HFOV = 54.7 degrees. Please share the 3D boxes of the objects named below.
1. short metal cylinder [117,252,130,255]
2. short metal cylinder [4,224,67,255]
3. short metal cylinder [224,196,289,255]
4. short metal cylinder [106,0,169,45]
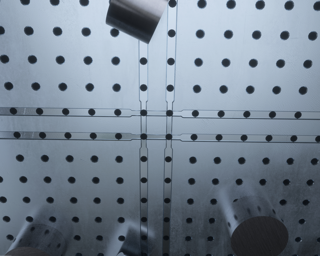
[{"bbox_3d":[-0.053,0.239,0.472,0.050,0.080,0.080,30,107,-11],"label":"short metal cylinder"},{"bbox_3d":[-0.188,0.195,0.470,0.081,0.050,0.079,0,110,0],"label":"short metal cylinder"},{"bbox_3d":[0.139,0.148,0.456,0.081,0.050,0.079,0,110,0],"label":"short metal cylinder"},{"bbox_3d":[-0.019,-0.138,0.333,0.050,0.080,0.080,24,108,-9],"label":"short metal cylinder"}]
